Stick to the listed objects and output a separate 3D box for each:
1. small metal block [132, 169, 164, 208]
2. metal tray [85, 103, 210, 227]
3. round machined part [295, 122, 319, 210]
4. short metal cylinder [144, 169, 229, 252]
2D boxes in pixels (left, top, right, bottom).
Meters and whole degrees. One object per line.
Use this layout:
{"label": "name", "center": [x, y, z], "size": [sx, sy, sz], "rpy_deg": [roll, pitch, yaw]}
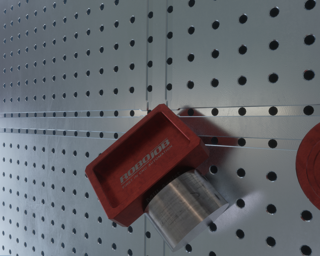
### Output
{"label": "small metal block", "center": [-0.015, 0.079, 0.405], "size": [0.050, 0.050, 0.025], "rpy_deg": [50, 120, 28]}
{"label": "metal tray", "center": [-0.018, 0.040, 0.368], "size": [0.130, 0.030, 0.090], "rpy_deg": [-41, 46, -2]}
{"label": "round machined part", "center": [0.165, 0.035, 0.262], "size": [0.098, 0.042, 0.097], "rpy_deg": [0, 90, 40]}
{"label": "short metal cylinder", "center": [0.030, 0.092, 0.347], "size": [0.050, 0.081, 0.080], "rpy_deg": [48, 119, 25]}
